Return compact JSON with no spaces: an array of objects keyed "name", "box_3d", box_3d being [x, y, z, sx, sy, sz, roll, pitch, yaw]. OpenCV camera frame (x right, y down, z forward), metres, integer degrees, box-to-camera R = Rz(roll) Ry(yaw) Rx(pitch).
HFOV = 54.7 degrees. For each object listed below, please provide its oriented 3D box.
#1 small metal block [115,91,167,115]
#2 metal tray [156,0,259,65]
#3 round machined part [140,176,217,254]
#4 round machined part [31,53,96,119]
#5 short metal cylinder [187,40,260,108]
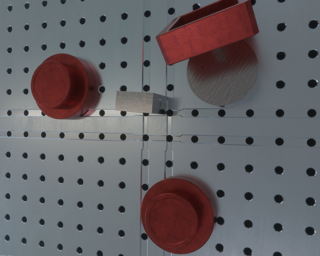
[{"name":"small metal block","box_3d":[-0.024,-0.033,0.408,0.050,0.050,0.025,5,92,20]},{"name":"metal tray","box_3d":[0.053,-0.113,0.338,0.090,0.130,0.030,-16,112,19]},{"name":"round machined part","box_3d":[0.020,0.113,0.396,0.098,0.042,0.097,0,90,19]},{"name":"round machined part","box_3d":[-0.148,-0.062,0.456,0.098,0.042,0.097,0,90,19]},{"name":"short metal cylinder","box_3d":[0.078,-0.065,0.372,0.080,0.050,0.079,0,90,20]}]
